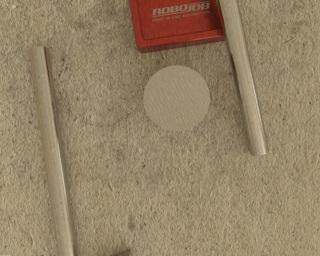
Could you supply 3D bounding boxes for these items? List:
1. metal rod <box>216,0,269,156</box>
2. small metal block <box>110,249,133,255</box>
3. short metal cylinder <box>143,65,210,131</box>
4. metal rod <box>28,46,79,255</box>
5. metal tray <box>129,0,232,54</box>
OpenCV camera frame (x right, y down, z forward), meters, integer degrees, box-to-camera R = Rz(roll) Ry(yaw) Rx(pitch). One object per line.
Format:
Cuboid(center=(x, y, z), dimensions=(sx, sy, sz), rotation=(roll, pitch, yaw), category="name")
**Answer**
Cuboid(center=(0.093, -0.108, 0.382), dimensions=(0.025, 0.025, 0.298), rotation=(-16, 102, 0), category="metal rod")
Cuboid(center=(-0.055, 0.196, 0.409), dimensions=(0.050, 0.025, 0.050), rotation=(-20, 90, -1), category="small metal block")
Cuboid(center=(0.020, -0.036, 0.398), dimensions=(0.081, 0.050, 0.079), rotation=(0, 90, -1), category="short metal cylinder")
Cuboid(center=(-0.138, 0.044, 0.408), dimensions=(0.025, 0.025, 0.298), rotation=(-8, 90, 0), category="metal rod")
Cuboid(center=(0.028, -0.154, 0.407), dimensions=(0.131, 0.030, 0.089), rotation=(-9, 90, -1), category="metal tray")
